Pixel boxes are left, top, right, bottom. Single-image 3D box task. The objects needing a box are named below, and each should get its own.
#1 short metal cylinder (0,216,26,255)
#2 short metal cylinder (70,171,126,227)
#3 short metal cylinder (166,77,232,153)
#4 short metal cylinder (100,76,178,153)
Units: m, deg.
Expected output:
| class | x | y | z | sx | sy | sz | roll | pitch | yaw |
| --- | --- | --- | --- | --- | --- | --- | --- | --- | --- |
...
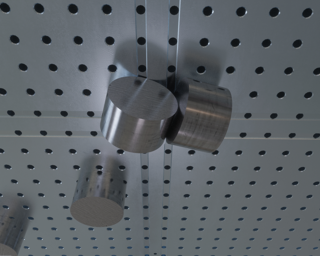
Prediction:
| class | x | y | z | sx | sy | sz | roll | pitch | yaw |
| --- | --- | --- | --- | --- | --- | --- | --- | --- | --- |
| short metal cylinder | -0.295 | 0.205 | 0.567 | 0.081 | 0.050 | 0.079 | 0 | 130 | 0 |
| short metal cylinder | -0.096 | 0.113 | 0.490 | 0.081 | 0.050 | 0.079 | 0 | 130 | 0 |
| short metal cylinder | 0.043 | -0.015 | 0.363 | 0.050 | 0.080 | 0.079 | 14 | 129 | -12 |
| short metal cylinder | -0.025 | -0.017 | 0.361 | 0.081 | 0.080 | 0.050 | 13 | 129 | -11 |
